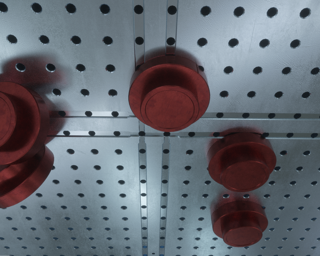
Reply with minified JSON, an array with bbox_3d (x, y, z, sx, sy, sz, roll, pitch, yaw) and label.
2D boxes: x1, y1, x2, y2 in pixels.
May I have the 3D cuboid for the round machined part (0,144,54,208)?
[{"bbox_3d":[-0.193,0.051,0.404,0.098,0.098,0.042,-19,128,15],"label":"round machined part"}]

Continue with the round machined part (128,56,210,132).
[{"bbox_3d":[0.011,-0.033,0.372,0.099,0.042,0.097,-1,131,0],"label":"round machined part"}]

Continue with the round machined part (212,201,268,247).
[{"bbox_3d":[0.144,0.177,0.554,0.099,0.042,0.097,0,130,0],"label":"round machined part"}]

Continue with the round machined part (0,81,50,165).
[{"bbox_3d":[-0.182,-0.007,0.354,0.098,0.097,0.042,-12,171,9],"label":"round machined part"}]

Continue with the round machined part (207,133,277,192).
[{"bbox_3d":[0.120,0.056,0.451,0.099,0.042,0.097,-1,130,0],"label":"round machined part"}]
